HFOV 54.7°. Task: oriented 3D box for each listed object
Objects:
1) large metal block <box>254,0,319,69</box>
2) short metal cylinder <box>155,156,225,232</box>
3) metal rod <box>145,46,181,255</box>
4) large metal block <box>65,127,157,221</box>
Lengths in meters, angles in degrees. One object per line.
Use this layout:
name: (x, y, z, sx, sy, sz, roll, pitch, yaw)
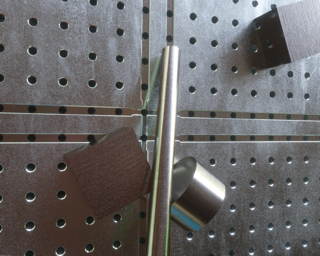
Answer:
large metal block: (0.202, -0.144, 0.473, 0.081, 0.050, 0.080, -20, 97, -19)
short metal cylinder: (0.036, 0.083, 0.397, 0.050, 0.080, 0.080, 40, 77, -16)
metal rod: (0.004, 0.036, 0.368, 0.025, 0.025, 0.299, 12, 69, -20)
large metal block: (-0.059, 0.052, 0.377, 0.081, 0.050, 0.080, -26, 99, -18)
